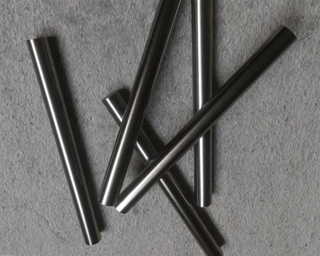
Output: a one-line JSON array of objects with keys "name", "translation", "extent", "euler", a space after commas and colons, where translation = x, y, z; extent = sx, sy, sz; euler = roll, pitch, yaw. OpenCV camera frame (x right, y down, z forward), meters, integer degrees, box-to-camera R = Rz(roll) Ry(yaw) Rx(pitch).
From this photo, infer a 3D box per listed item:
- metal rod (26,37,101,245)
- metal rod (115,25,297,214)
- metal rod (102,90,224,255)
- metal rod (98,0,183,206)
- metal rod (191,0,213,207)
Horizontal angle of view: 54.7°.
[{"name": "metal rod", "translation": [-0.124, 0.032, 0.420], "extent": [0.025, 0.025, 0.298], "euler": [-8, 110, 3]}, {"name": "metal rod", "translation": [0.045, 0.000, 0.382], "extent": [0.025, 0.025, 0.299], "euler": [39, 105, -13]}, {"name": "metal rod", "translation": [0.012, 0.079, 0.438], "extent": [0.025, 0.025, 0.299], "euler": [-29, 108, 10]}, {"name": "metal rod", "translation": [-0.022, -0.044, 0.372], "extent": [0.025, 0.025, 0.298], "euler": [17, 101, -7]}, {"name": "metal rod", "translation": [0.055, -0.032, 0.398], "extent": [0.025, 0.025, 0.298], "euler": [-3, 110, 1]}]
